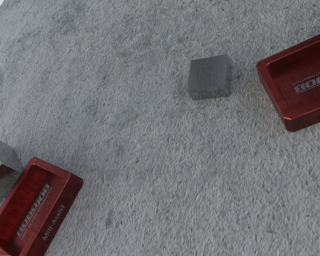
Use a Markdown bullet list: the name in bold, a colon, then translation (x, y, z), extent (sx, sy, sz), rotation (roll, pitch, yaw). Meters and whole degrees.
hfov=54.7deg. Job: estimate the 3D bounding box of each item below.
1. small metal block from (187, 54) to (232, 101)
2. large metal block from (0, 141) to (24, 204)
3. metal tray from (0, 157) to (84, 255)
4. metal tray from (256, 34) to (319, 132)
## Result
- **small metal block**: translation (0.066, -0.066, 0.410), extent (0.050, 0.025, 0.050), rotation (-5, 60, 26)
- **large metal block**: translation (-0.267, 0.071, 0.485), extent (0.080, 0.050, 0.080), rotation (-46, 51, -4)
- **metal tray**: translation (-0.173, 0.112, 0.422), extent (0.090, 0.030, 0.130), rotation (14, 69, 34)
- **metal tray**: translation (0.185, -0.060, 0.340), extent (0.130, 0.030, 0.090), rotation (-23, 53, 14)
